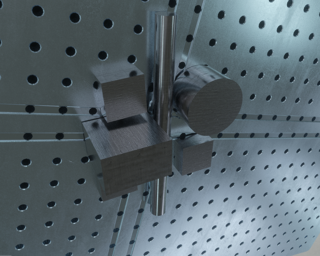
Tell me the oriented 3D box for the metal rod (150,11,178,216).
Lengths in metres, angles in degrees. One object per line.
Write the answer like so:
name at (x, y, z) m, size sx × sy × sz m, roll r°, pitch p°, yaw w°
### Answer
metal rod at (0.002, 0.003, 0.415) m, size 0.025 × 0.025 × 0.298 m, roll -12°, pitch 124°, yaw -22°

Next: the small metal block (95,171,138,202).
small metal block at (-0.060, 0.066, 0.421) m, size 0.050 × 0.025 × 0.050 m, roll -15°, pitch 125°, yaw -21°

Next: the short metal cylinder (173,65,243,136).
short metal cylinder at (0.060, -0.036, 0.406) m, size 0.081 × 0.050 × 0.079 m, roll -14°, pitch 125°, yaw -21°

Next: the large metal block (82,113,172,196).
large metal block at (-0.040, 0.024, 0.368) m, size 0.081 × 0.080 × 0.050 m, roll -15°, pitch 125°, yaw -21°

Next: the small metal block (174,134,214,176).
small metal block at (0.050, 0.038, 0.464) m, size 0.050 × 0.025 × 0.050 m, roll -14°, pitch 124°, yaw -21°

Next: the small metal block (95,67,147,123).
small metal block at (-0.045, -0.039, 0.364) m, size 0.050 × 0.025 × 0.050 m, roll -16°, pitch 125°, yaw -20°
